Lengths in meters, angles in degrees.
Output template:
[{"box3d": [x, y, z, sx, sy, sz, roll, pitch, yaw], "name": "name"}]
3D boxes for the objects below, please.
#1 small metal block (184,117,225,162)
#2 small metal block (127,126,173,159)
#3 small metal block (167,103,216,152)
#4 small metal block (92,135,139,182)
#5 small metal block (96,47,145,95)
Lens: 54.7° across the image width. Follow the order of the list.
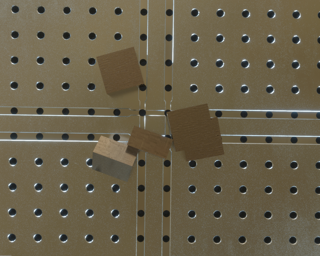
[{"box3d": [0.054, 0.014, 0.414, 0.050, 0.025, 0.050, -11, 90, -1], "name": "small metal block"}, {"box3d": [-0.012, 0.020, 0.398, 0.050, 0.050, 0.025, 20, 83, 2], "name": "small metal block"}, {"box3d": [0.038, -0.001, 0.389, 0.050, 0.025, 0.050, -12, 90, -1], "name": "small metal block"}, {"box3d": [-0.058, 0.041, 0.398, 0.050, 0.050, 0.025, 20, 56, -1], "name": "small metal block"}, {"box3d": [-0.051, -0.075, 0.413, 0.050, 0.025, 0.050, -16, 90, -1], "name": "small metal block"}]
